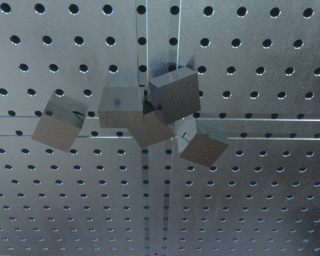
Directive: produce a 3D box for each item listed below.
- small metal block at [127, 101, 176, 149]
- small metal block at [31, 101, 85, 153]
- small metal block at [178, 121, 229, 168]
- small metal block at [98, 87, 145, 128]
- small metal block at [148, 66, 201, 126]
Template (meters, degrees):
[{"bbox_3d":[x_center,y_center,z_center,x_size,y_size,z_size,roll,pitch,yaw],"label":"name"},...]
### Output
[{"bbox_3d":[-0.013,-0.006,0.407,0.050,0.025,0.050,-20,128,16],"label":"small metal block"},{"bbox_3d":[-0.135,0.000,0.410,0.050,0.025,0.050,25,126,-20],"label":"small metal block"},{"bbox_3d":[0.059,0.023,0.432,0.050,0.025,0.050,20,127,-17],"label":"small metal block"},{"bbox_3d":[-0.044,-0.026,0.373,0.050,0.050,0.025,0,130,0],"label":"small metal block"},{"bbox_3d":[0.018,-0.038,0.362,0.050,0.025,0.050,-24,126,-19],"label":"small metal block"}]
